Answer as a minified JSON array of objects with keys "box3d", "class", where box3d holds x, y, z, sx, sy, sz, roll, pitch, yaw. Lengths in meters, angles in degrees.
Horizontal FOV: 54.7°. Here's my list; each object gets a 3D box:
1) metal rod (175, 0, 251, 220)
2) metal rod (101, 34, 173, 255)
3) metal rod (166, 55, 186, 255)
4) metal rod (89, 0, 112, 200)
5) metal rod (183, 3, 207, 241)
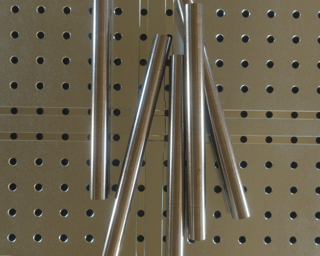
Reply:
[{"box3d":[0.071,-0.027,0.414,0.025,0.025,0.298,-15,90,0],"class":"metal rod"},{"box3d":[-0.031,0.024,0.412,0.025,0.025,0.298,14,90,-1],"class":"metal rod"},{"box3d":[0.022,0.054,0.413,0.025,0.025,0.298,1,90,-1],"class":"metal rod"},{"box3d":[-0.079,-0.056,0.412,0.025,0.025,0.298,1,90,-1],"class":"metal rod"},{"box3d":[0.046,-0.003,0.399,0.025,0.025,0.298,-2,96,-1],"class":"metal rod"}]
